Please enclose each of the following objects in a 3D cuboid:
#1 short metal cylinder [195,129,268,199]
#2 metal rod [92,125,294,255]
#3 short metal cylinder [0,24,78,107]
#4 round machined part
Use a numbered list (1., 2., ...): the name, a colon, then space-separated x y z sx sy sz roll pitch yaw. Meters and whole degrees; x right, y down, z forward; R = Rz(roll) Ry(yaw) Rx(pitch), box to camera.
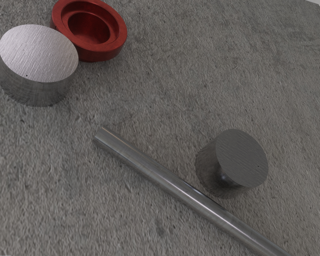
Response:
1. short metal cylinder: 0.094 0.048 0.409 0.081 0.050 0.080 14 56 -21
2. metal rod: 0.050 0.093 0.374 0.301 0.025 0.025 35 51 -5
3. short metal cylinder: -0.140 -0.071 0.356 0.081 0.050 0.080 14 56 -21
4. round machined part: -0.098 -0.128 0.418 0.099 0.042 0.098 14 56 -21
